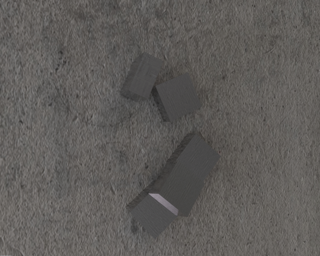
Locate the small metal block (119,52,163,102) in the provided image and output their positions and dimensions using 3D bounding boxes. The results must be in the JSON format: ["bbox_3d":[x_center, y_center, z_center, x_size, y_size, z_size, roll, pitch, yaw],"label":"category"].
[{"bbox_3d":[-0.025,-0.062,0.386,0.025,0.050,0.050,24,82,-19],"label":"small metal block"}]

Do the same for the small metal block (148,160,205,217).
[{"bbox_3d":[0.022,0.077,0.394,0.050,0.025,0.050,42,62,-18],"label":"small metal block"}]

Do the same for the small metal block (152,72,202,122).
[{"bbox_3d":[0.021,-0.041,0.417,0.050,0.025,0.050,-26,99,-18],"label":"small metal block"}]

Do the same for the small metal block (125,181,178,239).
[{"bbox_3d":[-0.008,0.107,0.406,0.050,0.025,0.050,-42,104,-15],"label":"small metal block"}]

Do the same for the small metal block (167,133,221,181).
[{"bbox_3d":[0.047,0.042,0.426,0.050,0.025,0.050,41,77,-16],"label":"small metal block"}]
